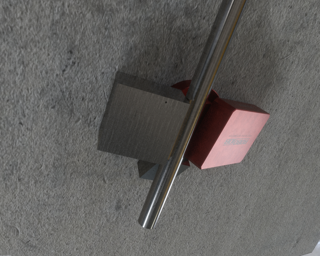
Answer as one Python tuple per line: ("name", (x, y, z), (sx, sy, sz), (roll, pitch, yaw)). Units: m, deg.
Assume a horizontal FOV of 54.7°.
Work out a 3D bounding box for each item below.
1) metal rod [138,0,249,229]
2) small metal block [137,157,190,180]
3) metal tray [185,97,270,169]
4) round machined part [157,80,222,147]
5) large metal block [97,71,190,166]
("metal rod", (0.031, -0.005, 0.368), (0.025, 0.025, 0.298), (8, 112, -32))
("small metal block", (0.005, 0.050, 0.429), (0.050, 0.025, 0.050), (17, 135, -35))
("metal tray", (0.098, 0.008, 0.435), (0.131, 0.030, 0.089), (2, 121, -52))
("round machined part", (0.042, -0.011, 0.413), (0.099, 0.042, 0.097), (-14, 124, -21))
("large metal block", (-0.022, -0.011, 0.359), (0.081, 0.050, 0.079), (15, 112, -15))
